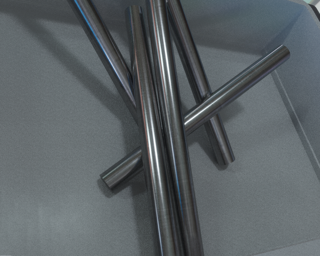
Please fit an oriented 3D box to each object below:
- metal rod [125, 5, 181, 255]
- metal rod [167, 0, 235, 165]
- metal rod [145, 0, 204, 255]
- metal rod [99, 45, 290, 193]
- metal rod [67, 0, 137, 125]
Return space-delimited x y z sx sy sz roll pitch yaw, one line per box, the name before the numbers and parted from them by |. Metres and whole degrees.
metal rod | -0.012 -0.009 0.345 0.025 0.025 0.299 2 68 -28
metal rod | 0.040 -0.091 0.408 0.025 0.025 0.298 -28 102 -37
metal rod | 0.014 -0.010 0.347 0.025 0.025 0.298 -1 77 -29
metal rod | 0.057 -0.022 0.387 0.301 0.025 0.025 -36 82 -19
metal rod | -0.074 -0.114 0.356 0.025 0.025 0.299 -43 112 -39
